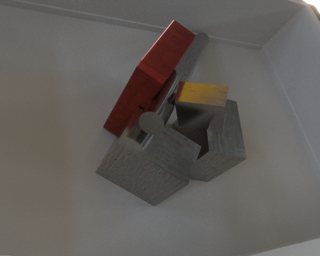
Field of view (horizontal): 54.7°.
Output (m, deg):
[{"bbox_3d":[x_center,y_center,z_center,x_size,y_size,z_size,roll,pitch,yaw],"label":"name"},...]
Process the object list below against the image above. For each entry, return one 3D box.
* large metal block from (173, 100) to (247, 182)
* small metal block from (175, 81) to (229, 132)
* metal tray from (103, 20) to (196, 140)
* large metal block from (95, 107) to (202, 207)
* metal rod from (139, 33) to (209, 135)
[{"bbox_3d":[0.058,0.014,0.394,0.050,0.080,0.080,13,56,-22],"label":"large metal block"},{"bbox_3d":[0.045,-0.022,0.332,0.050,0.050,0.025,8,61,13],"label":"small metal block"},{"bbox_3d":[-0.015,-0.051,0.360,0.030,0.129,0.090,35,52,-5],"label":"metal tray"},{"bbox_3d":[-0.015,0.035,0.342,0.080,0.080,0.050,32,52,-8],"label":"large metal block"},{"bbox_3d":[0.032,-0.079,0.413,0.025,0.025,0.301,36,34,-5],"label":"metal rod"}]
